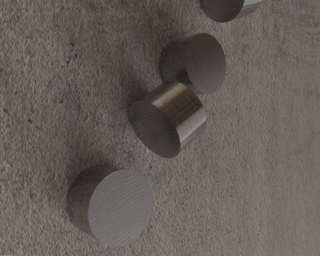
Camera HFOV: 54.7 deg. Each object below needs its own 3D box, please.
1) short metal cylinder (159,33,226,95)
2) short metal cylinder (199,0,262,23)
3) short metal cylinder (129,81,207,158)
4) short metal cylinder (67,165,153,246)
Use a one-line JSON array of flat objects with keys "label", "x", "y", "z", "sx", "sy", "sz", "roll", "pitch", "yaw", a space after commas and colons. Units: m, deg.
[{"label": "short metal cylinder", "x": 0.046, "y": -0.085, "z": 0.427, "sx": 0.081, "sy": 0.050, "sz": 0.080, "roll": 0, "pitch": 90, "yaw": -40}, {"label": "short metal cylinder", "x": 0.104, "y": -0.201, "z": 0.455, "sx": 0.050, "sy": 0.080, "sz": 0.080, "roll": -29, "pitch": 108, "yaw": -36}, {"label": "short metal cylinder", "x": 0.009, "y": -0.010, "z": 0.376, "sx": 0.050, "sy": 0.080, "sz": 0.080, "roll": -39, "pitch": 114, "yaw": -33}, {"label": "short metal cylinder", "x": -0.054, "y": 0.083, "z": 0.343, "sx": 0.081, "sy": 0.050, "sz": 0.080, "roll": 0, "pitch": 90, "yaw": -40}]
